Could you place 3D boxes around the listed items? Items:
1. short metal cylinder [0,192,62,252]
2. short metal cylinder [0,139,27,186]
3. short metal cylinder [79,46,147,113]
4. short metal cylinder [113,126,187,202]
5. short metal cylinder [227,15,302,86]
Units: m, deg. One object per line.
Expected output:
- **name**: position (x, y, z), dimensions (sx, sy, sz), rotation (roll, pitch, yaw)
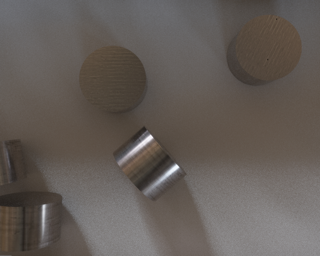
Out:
- **short metal cylinder**: position (-0.164, 0.112, 0.383), dimensions (0.081, 0.080, 0.050), rotation (2, 90, 0)
- **short metal cylinder**: position (-0.211, 0.045, 0.382), dimensions (0.080, 0.080, 0.050), rotation (-9, 90, 0)
- **short metal cylinder**: position (-0.057, -0.060, 0.398), dimensions (0.081, 0.050, 0.080), rotation (0, 90, 0)
- **short metal cylinder**: position (-0.012, 0.043, 0.384), dimensions (0.050, 0.080, 0.080), rotation (-41, 90, 0)
- **short metal cylinder**: position (0.132, -0.097, 0.400), dimensions (0.081, 0.050, 0.080), rotation (0, 90, 0)
